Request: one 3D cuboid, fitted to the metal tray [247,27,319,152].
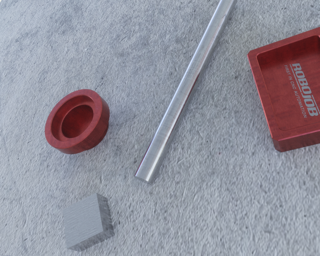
[{"bbox_3d":[0.157,-0.045,0.345,0.090,0.030,0.130,-16,55,18],"label":"metal tray"}]

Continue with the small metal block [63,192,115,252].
[{"bbox_3d":[-0.088,0.115,0.378,0.050,0.025,0.050,-28,52,10],"label":"small metal block"}]

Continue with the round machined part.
[{"bbox_3d":[-0.115,-0.005,0.455,0.098,0.042,0.098,-13,56,20],"label":"round machined part"}]

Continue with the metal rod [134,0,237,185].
[{"bbox_3d":[0.042,-0.065,0.420,0.025,0.025,0.300,14,68,33],"label":"metal rod"}]
